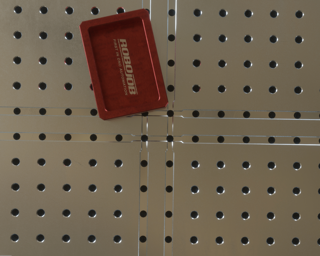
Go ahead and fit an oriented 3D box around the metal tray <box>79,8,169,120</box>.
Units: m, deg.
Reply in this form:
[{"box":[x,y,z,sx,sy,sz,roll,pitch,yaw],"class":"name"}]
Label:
[{"box":[-0.046,-0.081,0.410,0.090,0.030,0.129,-12,90,0],"class":"metal tray"}]
